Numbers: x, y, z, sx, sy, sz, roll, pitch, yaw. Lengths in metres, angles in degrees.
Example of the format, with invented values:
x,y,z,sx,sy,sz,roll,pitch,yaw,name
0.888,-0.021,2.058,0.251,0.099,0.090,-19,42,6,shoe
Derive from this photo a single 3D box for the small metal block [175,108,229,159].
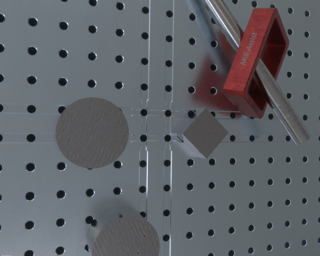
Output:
x,y,z,sx,sy,sz,roll,pitch,yaw,name
0.059,0.007,0.435,0.050,0.025,0.050,46,76,-15,small metal block

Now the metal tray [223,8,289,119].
x,y,z,sx,sy,sz,roll,pitch,yaw,name
0.139,-0.089,0.437,0.090,0.030,0.130,32,78,-52,metal tray

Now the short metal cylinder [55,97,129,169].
x,y,z,sx,sy,sz,roll,pitch,yaw,name
-0.083,0.005,0.369,0.081,0.050,0.079,0,90,-20,short metal cylinder

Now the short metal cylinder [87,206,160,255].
x,y,z,sx,sy,sz,roll,pitch,yaw,name
-0.047,0.142,0.383,0.081,0.050,0.079,0,90,-20,short metal cylinder

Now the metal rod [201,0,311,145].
x,y,z,sx,sy,sz,roll,pitch,yaw,name
0.120,-0.107,0.435,0.025,0.025,0.299,-35,93,-17,metal rod
